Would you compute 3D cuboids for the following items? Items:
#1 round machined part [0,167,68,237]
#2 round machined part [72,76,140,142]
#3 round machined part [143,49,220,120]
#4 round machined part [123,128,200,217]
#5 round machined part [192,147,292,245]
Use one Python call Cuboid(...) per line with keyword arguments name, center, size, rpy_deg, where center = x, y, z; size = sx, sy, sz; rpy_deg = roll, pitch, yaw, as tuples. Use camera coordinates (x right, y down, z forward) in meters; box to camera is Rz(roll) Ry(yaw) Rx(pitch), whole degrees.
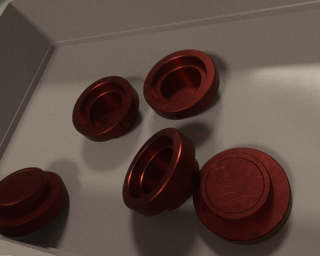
Cuboid(name="round machined part", center=(-0.176, 0.089, 0.405), size=(0.098, 0.042, 0.098), rpy_deg=(-10, 33, 6))
Cuboid(name="round machined part", center=(-0.073, -0.023, 0.445), size=(0.098, 0.042, 0.098), rpy_deg=(-13, 56, 20))
Cuboid(name="round machined part", center=(0.031, -0.053, 0.410), size=(0.098, 0.042, 0.098), rpy_deg=(-13, 56, 20))
Cuboid(name="round machined part", center=(0.005, 0.051, 0.342), size=(0.098, 0.042, 0.098), rpy_deg=(-42, 27, 28))
Cuboid(name="round machined part", center=(0.079, 0.063, 0.314), size=(0.098, 0.042, 0.098), rpy_deg=(-13, 56, 20))
